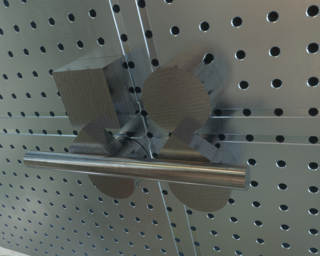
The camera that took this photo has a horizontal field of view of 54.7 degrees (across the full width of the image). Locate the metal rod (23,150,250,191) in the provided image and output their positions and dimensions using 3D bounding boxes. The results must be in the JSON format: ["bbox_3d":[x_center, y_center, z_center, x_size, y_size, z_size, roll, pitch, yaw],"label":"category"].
[{"bbox_3d":[-0.049,0.046,0.368,0.300,0.025,0.025,1,119,27],"label":"metal rod"}]

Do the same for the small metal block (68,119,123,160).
[{"bbox_3d":[-0.086,0.025,0.408,0.050,0.025,0.050,42,129,-1],"label":"small metal block"}]

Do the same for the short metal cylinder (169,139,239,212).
[{"bbox_3d":[0.057,0.061,0.403,0.080,0.050,0.079,13,124,21],"label":"short metal cylinder"}]

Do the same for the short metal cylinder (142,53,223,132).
[{"bbox_3d":[0.027,-0.040,0.356,0.080,0.050,0.079,13,124,21],"label":"short metal cylinder"}]

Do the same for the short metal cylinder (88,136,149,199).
[{"bbox_3d":[-0.062,0.058,0.463,0.080,0.050,0.079,13,124,21],"label":"short metal cylinder"}]

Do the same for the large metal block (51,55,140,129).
[{"bbox_3d":[-0.083,-0.047,0.409,0.080,0.050,0.080,1,119,27],"label":"large metal block"}]

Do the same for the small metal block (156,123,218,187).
[{"bbox_3d":[0.028,0.031,0.351,0.050,0.025,0.050,35,129,5],"label":"small metal block"}]
